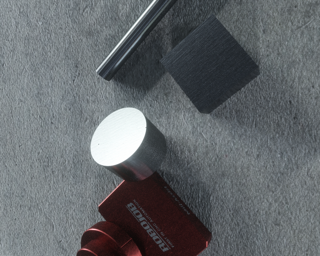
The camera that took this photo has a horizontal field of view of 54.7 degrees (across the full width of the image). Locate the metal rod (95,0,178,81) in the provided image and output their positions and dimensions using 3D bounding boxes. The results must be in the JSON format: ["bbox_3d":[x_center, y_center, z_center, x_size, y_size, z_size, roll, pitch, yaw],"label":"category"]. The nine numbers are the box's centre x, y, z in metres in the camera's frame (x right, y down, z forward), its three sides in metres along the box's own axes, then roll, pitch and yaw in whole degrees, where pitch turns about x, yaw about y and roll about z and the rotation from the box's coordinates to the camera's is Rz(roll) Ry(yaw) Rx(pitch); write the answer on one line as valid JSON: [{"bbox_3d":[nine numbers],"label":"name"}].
[{"bbox_3d":[0.019,-0.181,0.401,0.025,0.025,0.299,46,104,14],"label":"metal rod"}]

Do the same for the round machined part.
[{"bbox_3d":[-0.071,0.176,0.405,0.098,0.042,0.097,14,115,33],"label":"round machined part"}]

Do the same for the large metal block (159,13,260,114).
[{"bbox_3d":[0.061,-0.073,0.374,0.080,0.050,0.080,-39,78,15],"label":"large metal block"}]

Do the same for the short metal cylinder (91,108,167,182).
[{"bbox_3d":[-0.039,0.021,0.390,0.080,0.050,0.080,-17,52,23],"label":"short metal cylinder"}]

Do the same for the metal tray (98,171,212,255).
[{"bbox_3d":[-0.009,0.124,0.409,0.090,0.030,0.130,-46,76,14],"label":"metal tray"}]
